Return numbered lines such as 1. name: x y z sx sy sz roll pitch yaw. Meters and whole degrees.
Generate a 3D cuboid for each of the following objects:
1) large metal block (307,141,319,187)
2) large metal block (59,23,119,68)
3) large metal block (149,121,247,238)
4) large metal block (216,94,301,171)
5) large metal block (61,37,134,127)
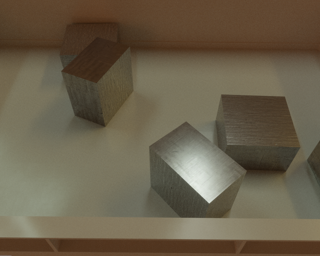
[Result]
1. large metal block: 0.229 0.052 0.348 0.081 0.050 0.080 -3 50 -3
2. large metal block: -0.106 -0.120 0.488 0.081 0.050 0.080 -2 50 -3
3. large metal block: 0.035 0.054 0.324 0.050 0.080 0.080 -34 58 -25
4. large metal block: 0.116 0.005 0.386 0.081 0.050 0.080 2 50 1
5. large metal block: -0.080 -0.063 0.421 0.050 0.080 0.080 20 53 16
